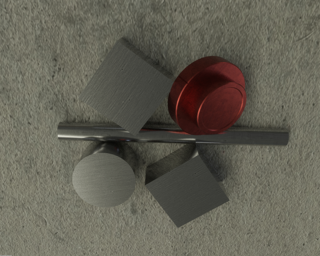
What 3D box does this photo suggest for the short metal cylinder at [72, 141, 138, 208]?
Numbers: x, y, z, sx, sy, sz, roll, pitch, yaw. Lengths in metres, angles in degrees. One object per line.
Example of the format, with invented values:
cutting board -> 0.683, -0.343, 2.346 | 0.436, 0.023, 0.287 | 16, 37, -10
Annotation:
short metal cylinder -> -0.071, 0.059, 0.418 | 0.081, 0.050, 0.079 | 0, 110, -1

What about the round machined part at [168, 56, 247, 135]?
round machined part -> 0.062, -0.031, 0.366 | 0.099, 0.042, 0.097 | -17, 130, -22

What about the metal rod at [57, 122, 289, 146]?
metal rod -> 0.018, 0.008, 0.415 | 0.302, 0.025, 0.025 | 2, 110, -1

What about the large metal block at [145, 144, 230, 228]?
large metal block -> 0.036, 0.076, 0.426 | 0.080, 0.050, 0.080 | -31, 108, 10

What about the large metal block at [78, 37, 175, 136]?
large metal block -> -0.038, -0.051, 0.376 | 0.080, 0.050, 0.080 | 35, 106, -12
